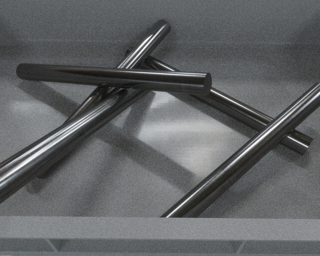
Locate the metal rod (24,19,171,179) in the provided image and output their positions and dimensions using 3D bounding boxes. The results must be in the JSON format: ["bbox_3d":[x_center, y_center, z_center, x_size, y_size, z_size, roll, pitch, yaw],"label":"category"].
[{"bbox_3d":[-0.071,-0.056,0.430,0.025,0.025,0.301,25,60,19],"label":"metal rod"}]

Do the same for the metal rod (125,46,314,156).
[{"bbox_3d":[0.068,-0.049,0.446,0.300,0.025,0.025,32,57,23],"label":"metal rod"}]

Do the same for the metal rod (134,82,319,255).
[{"bbox_3d":[0.097,0.035,0.354,0.301,0.025,0.025,-36,59,-19],"label":"metal rod"}]

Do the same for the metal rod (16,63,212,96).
[{"bbox_3d":[-0.079,-0.067,0.407,0.301,0.025,0.025,9,49,28],"label":"metal rod"}]

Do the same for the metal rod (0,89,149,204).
[{"bbox_3d":[-0.072,-0.010,0.338,0.025,0.025,0.301,18,29,14],"label":"metal rod"}]
